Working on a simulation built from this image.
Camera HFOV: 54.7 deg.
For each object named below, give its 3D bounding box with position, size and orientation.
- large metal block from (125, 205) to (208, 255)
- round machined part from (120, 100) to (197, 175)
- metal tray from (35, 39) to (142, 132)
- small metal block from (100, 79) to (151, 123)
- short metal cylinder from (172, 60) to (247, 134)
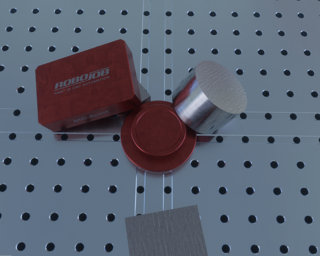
[{"bbox_3d":[0.008,0.136,0.349,0.081,0.050,0.080,-9,70,-4],"label":"large metal block"},{"bbox_3d":[-0.002,0.008,0.400,0.099,0.042,0.098,0,70,-1],"label":"round machined part"},{"bbox_3d":[-0.097,-0.056,0.410,0.131,0.030,0.090,-16,68,9],"label":"metal tray"},{"bbox_3d":[-0.048,-0.044,0.427,0.050,0.025,0.050,-35,74,-12],"label":"small metal block"},{"bbox_3d":[0.063,-0.039,0.394,0.081,0.050,0.080,19,50,-25],"label":"short metal cylinder"}]
